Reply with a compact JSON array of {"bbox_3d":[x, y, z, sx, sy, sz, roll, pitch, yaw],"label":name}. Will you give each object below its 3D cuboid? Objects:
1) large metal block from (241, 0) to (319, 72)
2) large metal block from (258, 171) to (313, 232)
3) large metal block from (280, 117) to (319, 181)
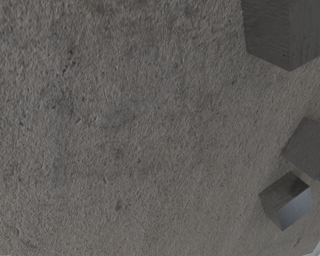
[{"bbox_3d":[0.146,-0.126,0.373,0.050,0.080,0.080,-28,128,-11],"label":"large metal block"},{"bbox_3d":[0.252,0.147,0.619,0.080,0.050,0.080,-34,129,-6],"label":"large metal block"},{"bbox_3d":[0.276,0.038,0.545,0.050,0.080,0.080,13,112,-34],"label":"large metal block"}]
